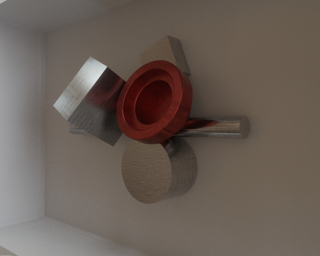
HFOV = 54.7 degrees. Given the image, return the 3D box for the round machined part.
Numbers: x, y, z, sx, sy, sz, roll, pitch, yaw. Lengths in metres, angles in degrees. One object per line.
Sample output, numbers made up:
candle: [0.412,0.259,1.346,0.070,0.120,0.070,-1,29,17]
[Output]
round machined part: [-0.002,-0.027,0.369,0.098,0.042,0.098,-16,63,34]

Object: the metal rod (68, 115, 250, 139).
metal rod: [-0.026,-0.001,0.422,0.300,0.025,0.025,0,90,39]

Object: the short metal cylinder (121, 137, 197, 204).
short metal cylinder: [-0.002,0.050,0.387,0.080,0.050,0.079,0,90,39]

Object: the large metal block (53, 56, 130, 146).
large metal block: [-0.077,-0.034,0.411,0.080,0.080,0.050,-54,44,0]

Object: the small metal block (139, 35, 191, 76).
small metal block: [0.006,-0.082,0.399,0.050,0.025,0.050,-26,74,36]
